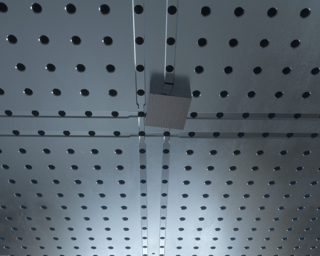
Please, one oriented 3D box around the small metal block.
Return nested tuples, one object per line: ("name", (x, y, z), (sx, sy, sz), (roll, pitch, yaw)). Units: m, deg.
("small metal block", (0.009, -0.027, 0.389), (0.050, 0.025, 0.050), (6, 130, -6))
